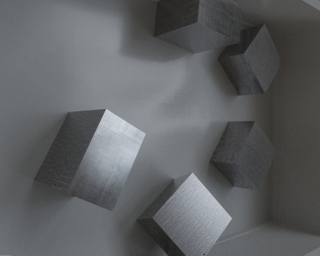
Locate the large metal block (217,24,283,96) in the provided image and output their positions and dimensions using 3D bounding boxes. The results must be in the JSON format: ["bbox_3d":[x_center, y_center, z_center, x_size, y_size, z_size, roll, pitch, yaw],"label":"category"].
[{"bbox_3d":[0.153,-0.112,0.518,0.080,0.050,0.080,52,60,-28],"label":"large metal block"}]

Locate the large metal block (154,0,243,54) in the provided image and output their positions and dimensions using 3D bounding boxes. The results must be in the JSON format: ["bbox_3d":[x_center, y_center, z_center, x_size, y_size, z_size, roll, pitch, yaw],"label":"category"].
[{"bbox_3d":[0.050,-0.141,0.412,0.081,0.080,0.050,9,84,-40],"label":"large metal block"}]

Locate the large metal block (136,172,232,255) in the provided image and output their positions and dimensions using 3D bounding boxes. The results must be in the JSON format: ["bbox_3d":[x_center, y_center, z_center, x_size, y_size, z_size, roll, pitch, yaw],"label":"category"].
[{"bbox_3d":[0.032,0.118,0.400,0.080,0.050,0.080,50,58,-3],"label":"large metal block"}]

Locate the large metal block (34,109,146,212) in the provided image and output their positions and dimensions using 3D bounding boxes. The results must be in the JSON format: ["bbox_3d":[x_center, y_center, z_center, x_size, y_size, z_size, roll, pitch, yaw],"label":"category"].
[{"bbox_3d":[-0.071,0.029,0.311,0.050,0.080,0.080,35,69,-35],"label":"large metal block"}]

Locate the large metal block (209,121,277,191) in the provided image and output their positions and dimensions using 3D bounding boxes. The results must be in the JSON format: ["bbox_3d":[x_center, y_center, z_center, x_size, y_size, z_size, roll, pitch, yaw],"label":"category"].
[{"bbox_3d":[0.137,0.045,0.505,0.080,0.050,0.080,45,63,-31],"label":"large metal block"}]
